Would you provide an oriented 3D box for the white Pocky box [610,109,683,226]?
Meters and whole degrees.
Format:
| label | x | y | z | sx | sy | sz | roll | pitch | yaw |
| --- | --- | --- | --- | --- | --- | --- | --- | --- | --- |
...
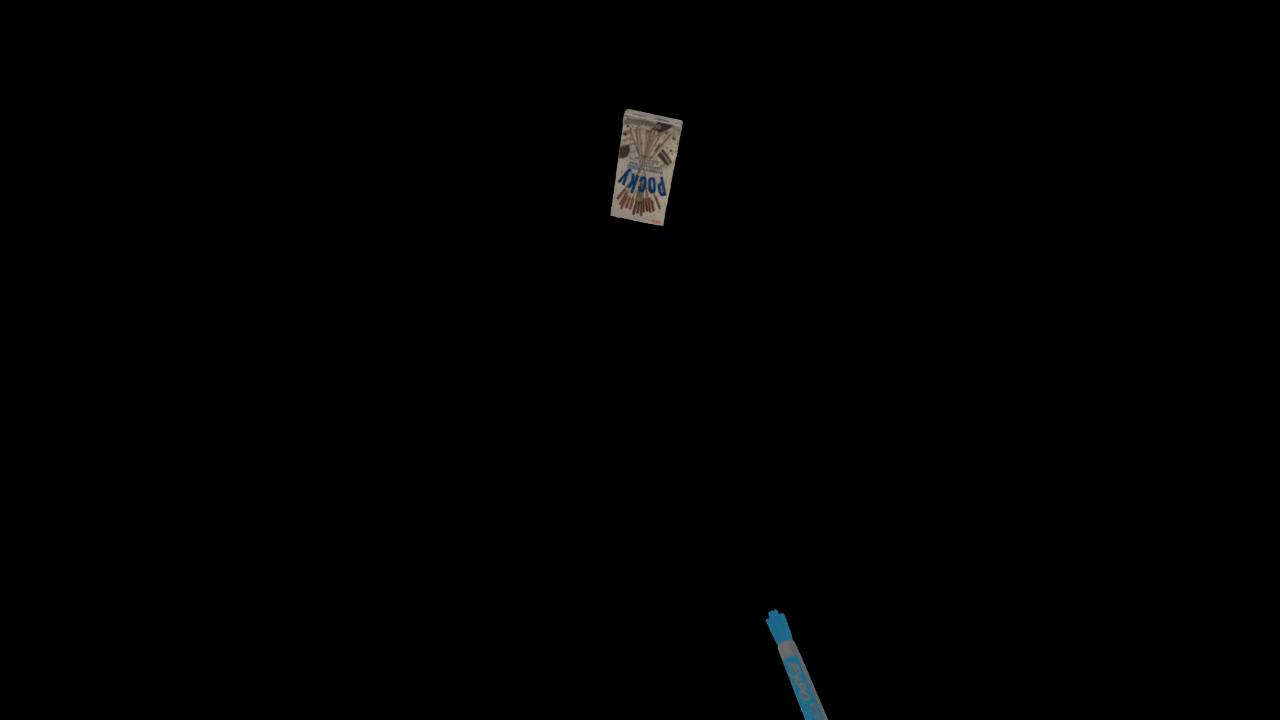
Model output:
| label | x | y | z | sx | sy | sz | roll | pitch | yaw |
| --- | --- | --- | --- | --- | --- | --- | --- | --- | --- |
| white Pocky box | 0.007 | -0.274 | 0.886 | 0.084 | 0.154 | 0.028 | 12 | 39 | 0 |

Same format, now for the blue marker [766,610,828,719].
| label | x | y | z | sx | sy | sz | roll | pitch | yaw |
| --- | --- | --- | --- | --- | --- | --- | --- | --- | --- |
| blue marker | 0.141 | 0.281 | 0.541 | 0.020 | 0.121 | 0.020 | -13 | -37 | -10 |
